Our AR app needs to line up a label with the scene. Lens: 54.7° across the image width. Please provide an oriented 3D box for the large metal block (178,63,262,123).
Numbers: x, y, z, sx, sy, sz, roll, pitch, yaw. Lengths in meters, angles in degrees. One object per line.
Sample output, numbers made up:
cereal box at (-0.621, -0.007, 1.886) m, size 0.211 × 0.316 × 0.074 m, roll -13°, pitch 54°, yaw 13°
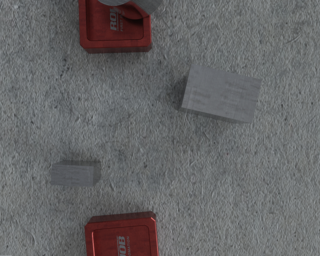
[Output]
large metal block at (0.069, -0.039, 0.383) m, size 0.080 × 0.080 × 0.050 m, roll 13°, pitch 90°, yaw 0°

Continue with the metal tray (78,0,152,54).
metal tray at (-0.058, -0.166, 0.406) m, size 0.091 × 0.030 × 0.129 m, roll -2°, pitch 90°, yaw 0°

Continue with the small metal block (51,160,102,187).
small metal block at (-0.105, 0.057, 0.397) m, size 0.050 × 0.050 × 0.025 m, roll 3°, pitch 90°, yaw 0°

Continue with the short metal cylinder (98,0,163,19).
short metal cylinder at (-0.038, -0.178, 0.370) m, size 0.080 × 0.050 × 0.079 m, roll 0°, pitch 91°, yaw 23°

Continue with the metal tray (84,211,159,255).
metal tray at (-0.046, 0.181, 0.407) m, size 0.091 × 0.030 × 0.129 m, roll -5°, pitch 90°, yaw 0°
